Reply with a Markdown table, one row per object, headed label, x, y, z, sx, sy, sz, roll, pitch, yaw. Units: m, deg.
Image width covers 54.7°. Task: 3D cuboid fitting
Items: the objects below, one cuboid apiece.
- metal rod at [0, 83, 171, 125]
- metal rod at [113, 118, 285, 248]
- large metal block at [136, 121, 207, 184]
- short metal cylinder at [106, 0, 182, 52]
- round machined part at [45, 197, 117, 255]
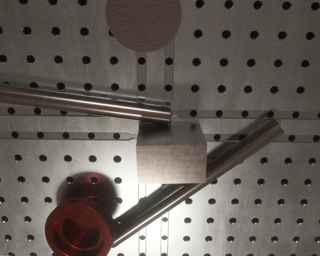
| label | x | y | z | sx | sy | sz | roll | pitch | yaw |
| --- | --- | --- | --- | --- | --- | --- | --- | --- | --- |
| metal rod | -0.137 | -0.036 | 0.398 | 0.302 | 0.025 | 0.025 | 8 | 110 | -4 |
| metal rod | 0.042 | 0.085 | 0.445 | 0.300 | 0.025 | 0.025 | -37 | 106 | 12 |
| large metal block | 0.013 | 0.029 | 0.395 | 0.081 | 0.080 | 0.050 | -1 | 110 | 0 |
| short metal cylinder | -0.017 | -0.130 | 0.352 | 0.081 | 0.050 | 0.079 | 0 | 110 | -1 |
| round machined part | -0.111 | 0.145 | 0.449 | 0.099 | 0.042 | 0.097 | 2 | 103 | 9 |
